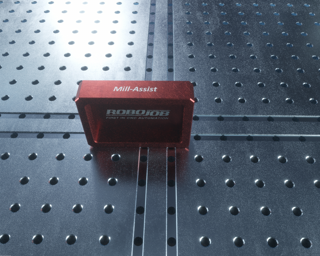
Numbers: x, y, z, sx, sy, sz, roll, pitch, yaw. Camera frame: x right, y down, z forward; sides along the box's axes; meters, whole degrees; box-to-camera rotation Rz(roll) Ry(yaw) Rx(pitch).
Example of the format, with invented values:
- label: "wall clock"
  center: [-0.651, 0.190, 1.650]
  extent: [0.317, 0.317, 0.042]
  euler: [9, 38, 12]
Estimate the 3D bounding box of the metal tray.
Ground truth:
- label: "metal tray"
  center: [-0.027, -0.015, 0.377]
  extent: [0.131, 0.090, 0.030]
  euler: [0, 50, 0]
